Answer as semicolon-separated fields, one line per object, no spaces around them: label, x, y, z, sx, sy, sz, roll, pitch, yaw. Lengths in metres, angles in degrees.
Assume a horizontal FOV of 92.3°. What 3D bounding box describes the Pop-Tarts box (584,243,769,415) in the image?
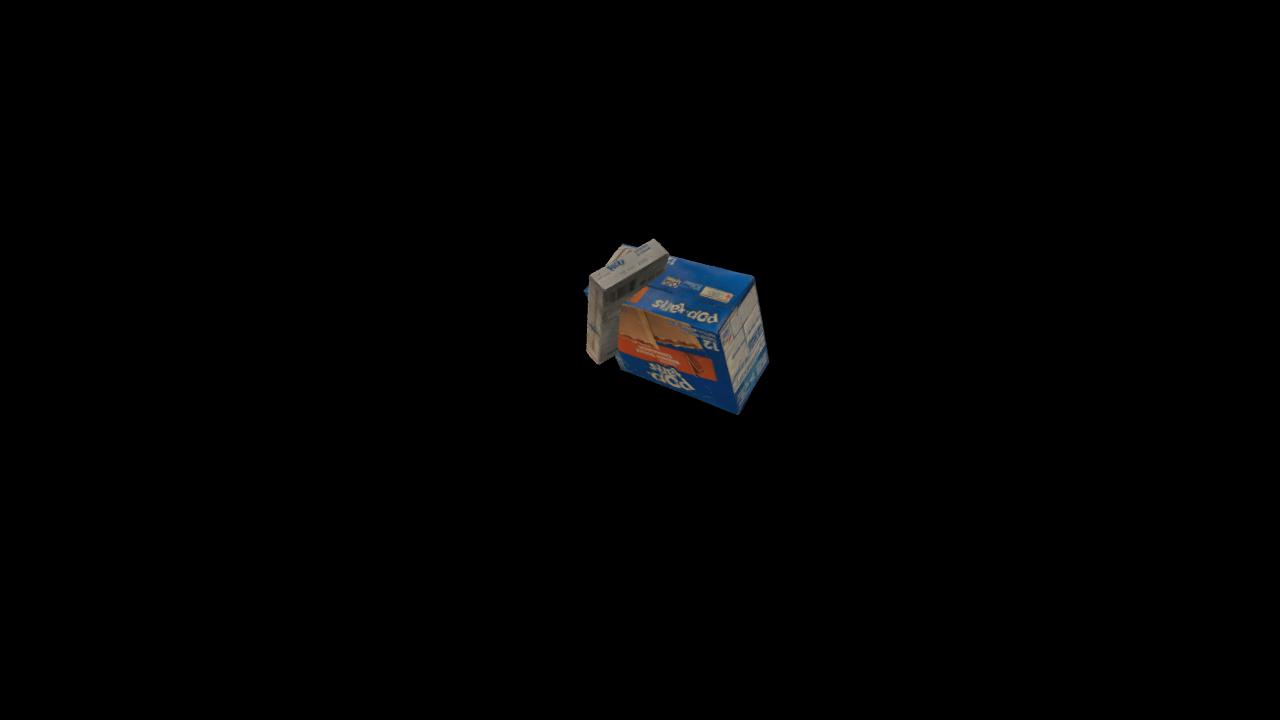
Pop-Tarts box;0.043;-0.034;0.673;0.167;0.083;0.141;21;-28;32

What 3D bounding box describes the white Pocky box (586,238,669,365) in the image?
white Pocky box;-0.017;-0.058;0.662;0.084;0.028;0.154;-34;-19;-21
